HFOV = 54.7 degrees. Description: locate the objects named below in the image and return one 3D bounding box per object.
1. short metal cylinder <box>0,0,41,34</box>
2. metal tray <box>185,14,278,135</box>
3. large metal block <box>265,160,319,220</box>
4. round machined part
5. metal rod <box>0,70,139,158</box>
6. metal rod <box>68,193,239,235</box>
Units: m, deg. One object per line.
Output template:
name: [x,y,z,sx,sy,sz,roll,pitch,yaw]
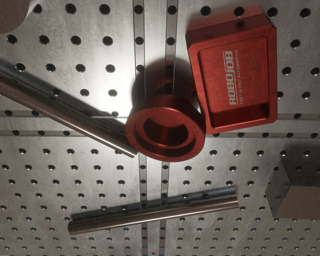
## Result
short metal cylinder: [-0.152,-0.133,0.279,0.081,0.050,0.079,0,130,0]
metal tray: [0.087,-0.056,0.362,0.090,0.030,0.129,-11,130,9]
large metal block: [0.221,0.097,0.482,0.081,0.050,0.079,3,130,-4]
round machined part: [0.009,-0.003,0.389,0.098,0.042,0.097,8,137,8]
metal rod: [-0.156,-0.036,0.378,0.301,0.025,0.025,29,124,-23]
metal rod: [-0.016,0.151,0.540,0.301,0.025,0.025,-12,129,9]
